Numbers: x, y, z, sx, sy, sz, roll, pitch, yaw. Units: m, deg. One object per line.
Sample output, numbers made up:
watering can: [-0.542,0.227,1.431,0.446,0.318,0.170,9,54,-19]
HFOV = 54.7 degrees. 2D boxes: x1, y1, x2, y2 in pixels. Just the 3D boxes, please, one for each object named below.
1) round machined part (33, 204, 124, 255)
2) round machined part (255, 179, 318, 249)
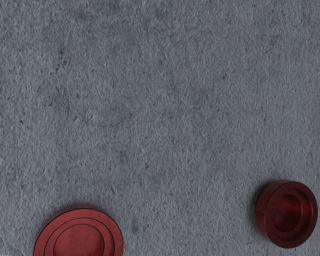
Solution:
round machined part: [-0.096,0.138,0.365,0.099,0.042,0.097,0,90,-20]
round machined part: [0.184,0.126,0.468,0.099,0.042,0.097,0,90,-20]
